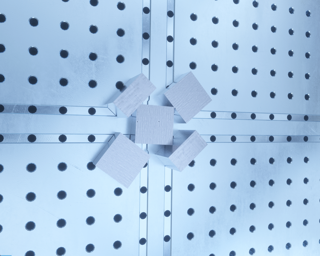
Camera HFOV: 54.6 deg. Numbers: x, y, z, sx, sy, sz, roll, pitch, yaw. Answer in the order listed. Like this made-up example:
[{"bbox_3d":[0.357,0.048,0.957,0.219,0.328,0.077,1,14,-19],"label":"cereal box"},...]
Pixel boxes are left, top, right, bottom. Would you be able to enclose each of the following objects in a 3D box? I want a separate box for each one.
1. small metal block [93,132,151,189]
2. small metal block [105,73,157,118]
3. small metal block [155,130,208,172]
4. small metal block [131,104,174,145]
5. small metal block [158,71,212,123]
[{"bbox_3d":[-0.049,0.040,0.394,0.050,0.025,0.050,40,77,-16],"label":"small metal block"},{"bbox_3d":[-0.037,-0.039,0.385,0.025,0.050,0.050,46,77,-15],"label":"small metal block"},{"bbox_3d":[0.027,0.028,0.409,0.050,0.050,0.025,-44,104,-15],"label":"small metal block"},{"bbox_3d":[-0.010,-0.004,0.408,0.050,0.025,0.050,4,88,-19],"label":"small metal block"},{"bbox_3d":[0.034,-0.041,0.425,0.050,0.025,0.050,-42,103,-15],"label":"small metal block"}]
